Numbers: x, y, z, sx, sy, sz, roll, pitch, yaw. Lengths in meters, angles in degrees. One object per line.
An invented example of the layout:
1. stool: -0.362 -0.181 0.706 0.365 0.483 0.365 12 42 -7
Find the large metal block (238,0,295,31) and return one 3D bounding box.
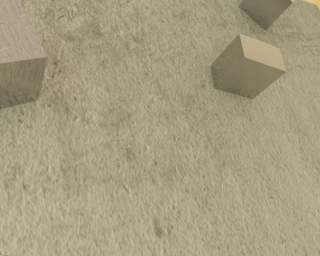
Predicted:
1. large metal block: 0.231 -0.272 0.663 0.080 0.080 0.050 42 51 0

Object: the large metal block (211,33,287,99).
1. large metal block: 0.142 -0.098 0.507 0.081 0.080 0.050 12 57 -22

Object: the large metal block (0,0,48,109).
1. large metal block: -0.165 -0.077 0.327 0.050 0.080 0.080 -20 73 -36
